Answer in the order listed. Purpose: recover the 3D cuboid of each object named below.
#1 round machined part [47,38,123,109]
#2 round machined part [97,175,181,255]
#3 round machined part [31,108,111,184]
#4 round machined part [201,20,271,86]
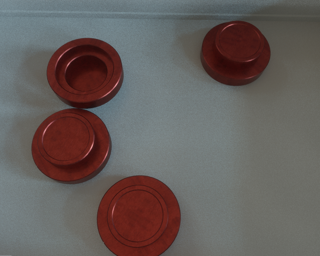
[{"bbox_3d":[-0.099,-0.071,0.425,0.099,0.042,0.098,0,70,-1],"label":"round machined part"},{"bbox_3d":[-0.025,0.104,0.362,0.099,0.042,0.098,0,70,-1],"label":"round machined part"},{"bbox_3d":[-0.114,0.019,0.392,0.099,0.042,0.098,0,70,-1],"label":"round machined part"},{"bbox_3d":[0.110,-0.113,0.443,0.099,0.042,0.098,0,70,-1],"label":"round machined part"}]
